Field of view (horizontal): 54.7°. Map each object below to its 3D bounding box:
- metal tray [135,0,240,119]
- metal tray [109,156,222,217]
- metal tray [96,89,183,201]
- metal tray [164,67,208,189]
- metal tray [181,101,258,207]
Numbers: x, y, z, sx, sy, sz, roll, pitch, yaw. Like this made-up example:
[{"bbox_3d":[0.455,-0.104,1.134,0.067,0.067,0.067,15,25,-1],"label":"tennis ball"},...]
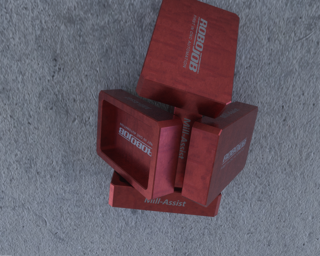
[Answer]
[{"bbox_3d":[0.034,-0.082,0.332,0.091,0.130,0.030,17,150,-7],"label":"metal tray"},{"bbox_3d":[0.006,0.070,0.402,0.131,0.090,0.030,7,110,-3],"label":"metal tray"},{"bbox_3d":[-0.031,0.013,0.364,0.030,0.130,0.089,-9,115,-36],"label":"metal tray"},{"bbox_3d":[0.026,-0.004,0.375,0.030,0.090,0.129,7,110,-3],"label":"metal tray"},{"bbox_3d":[0.075,0.024,0.368,0.030,0.131,0.089,18,113,29],"label":"metal tray"}]
